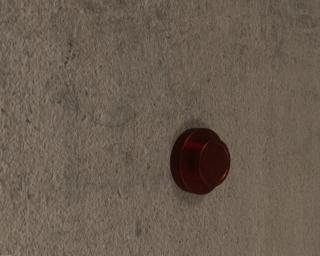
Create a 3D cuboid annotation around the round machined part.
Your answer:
[{"bbox_3d":[0.065,0.049,0.451,0.099,0.042,0.097,0,90,-40],"label":"round machined part"}]
